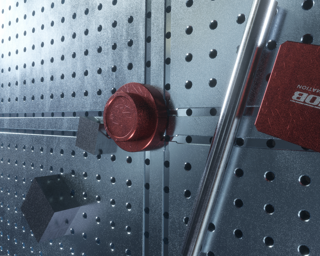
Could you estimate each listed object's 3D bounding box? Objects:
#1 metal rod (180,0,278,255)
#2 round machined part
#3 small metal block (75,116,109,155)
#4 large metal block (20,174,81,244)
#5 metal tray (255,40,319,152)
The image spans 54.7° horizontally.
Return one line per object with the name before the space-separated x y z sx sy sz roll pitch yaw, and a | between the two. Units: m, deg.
metal rod | 0.073 0.011 0.348 0.025 0.025 0.298 23 104 37
round machined part | -0.041 -0.015 0.430 0.098 0.042 0.097 0 90 39
small metal block | -0.107 0.011 0.495 0.050 0.025 0.050 19 102 38
large metal block | -0.197 0.142 0.552 0.080 0.050 0.080 46 117 30
metal tray | 0.161 -0.020 0.273 0.130 0.030 0.089 23 105 37
